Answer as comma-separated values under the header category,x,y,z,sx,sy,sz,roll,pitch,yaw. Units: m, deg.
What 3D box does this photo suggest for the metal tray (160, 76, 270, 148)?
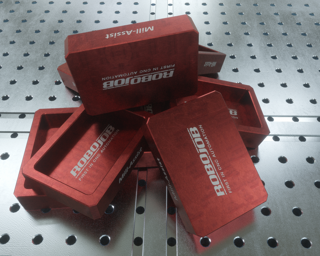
category,x,y,z,sx,sy,sz,roll,pitch,yaw
metal tray,0.068,-0.025,0.402,0.131,0.030,0.090,8,48,-16

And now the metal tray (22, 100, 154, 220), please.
category,x,y,z,sx,sy,sz,roll,pitch,yaw
metal tray,-0.072,0.024,0.345,0.090,0.030,0.130,21,53,17

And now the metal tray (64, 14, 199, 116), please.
category,x,y,z,sx,sy,sz,roll,pitch,yaw
metal tray,-0.026,-0.065,0.336,0.131,0.090,0.030,-12,51,-4

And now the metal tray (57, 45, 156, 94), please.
category,x,y,z,sx,sy,sz,roll,pitch,yaw
metal tray,-0.077,-0.080,0.450,0.090,0.030,0.130,-38,44,-27

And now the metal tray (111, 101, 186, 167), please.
category,x,y,z,sx,sy,sz,roll,pitch,yaw
metal tray,-0.017,-0.010,0.412,0.091,0.030,0.130,-2,48,-4

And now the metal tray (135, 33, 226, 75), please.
category,x,y,z,sx,sy,sz,roll,pitch,yaw
metal tray,0.033,-0.109,0.452,0.090,0.030,0.131,27,22,21

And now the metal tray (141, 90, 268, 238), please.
category,x,y,z,sx,sy,sz,roll,pitch,yaw
metal tray,0.047,0.036,0.331,0.091,0.030,0.130,-23,87,-18

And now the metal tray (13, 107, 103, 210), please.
category,x,y,z,sx,sy,sz,roll,pitch,yaw
metal tray,-0.114,0.031,0.378,0.091,0.030,0.130,-3,49,-3
